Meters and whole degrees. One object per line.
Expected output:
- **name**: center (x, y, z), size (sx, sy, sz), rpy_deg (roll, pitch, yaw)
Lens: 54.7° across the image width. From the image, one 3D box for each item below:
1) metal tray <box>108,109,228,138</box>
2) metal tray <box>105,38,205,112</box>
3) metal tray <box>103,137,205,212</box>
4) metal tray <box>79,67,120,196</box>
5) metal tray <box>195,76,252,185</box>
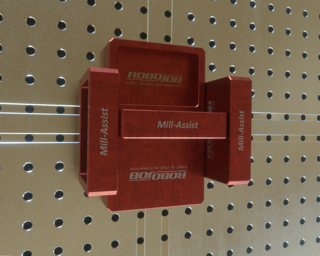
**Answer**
- **metal tray**: center (0.004, -0.004, 0.379), size (0.131, 0.090, 0.030), rpy_deg (1, 90, -20)
- **metal tray**: center (-0.005, -0.064, 0.409), size (0.131, 0.030, 0.089), rpy_deg (1, 90, -21)
- **metal tray**: center (-0.006, 0.057, 0.407), size (0.131, 0.030, 0.089), rpy_deg (1, 90, -21)
- **metal tray**: center (-0.072, 0.004, 0.352), size (0.030, 0.090, 0.129), rpy_deg (1, 90, -20)
- **metal tray**: center (0.081, 0.003, 0.409), size (0.030, 0.090, 0.129), rpy_deg (1, 90, -20)
